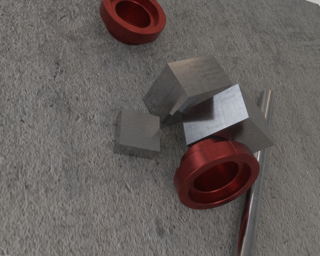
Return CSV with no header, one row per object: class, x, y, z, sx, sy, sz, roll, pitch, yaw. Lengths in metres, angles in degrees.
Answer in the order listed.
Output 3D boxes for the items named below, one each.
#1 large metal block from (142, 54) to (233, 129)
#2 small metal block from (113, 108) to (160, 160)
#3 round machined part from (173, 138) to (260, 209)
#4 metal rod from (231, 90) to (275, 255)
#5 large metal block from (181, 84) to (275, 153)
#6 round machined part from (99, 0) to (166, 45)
large metal block,0.035,-0.049,0.417,0.081,0.080,0.050,-19,72,-35
small metal block,-0.028,0.008,0.384,0.050,0.025,0.050,13,56,-21
round machined part,0.062,0.050,0.365,0.099,0.097,0.042,5,39,-26
metal rod,0.140,0.052,0.446,0.025,0.025,0.300,30,52,-9
large metal block,0.086,0.001,0.393,0.080,0.080,0.050,35,38,-43
round machined part,-0.044,-0.165,0.470,0.099,0.042,0.098,14,56,-21
